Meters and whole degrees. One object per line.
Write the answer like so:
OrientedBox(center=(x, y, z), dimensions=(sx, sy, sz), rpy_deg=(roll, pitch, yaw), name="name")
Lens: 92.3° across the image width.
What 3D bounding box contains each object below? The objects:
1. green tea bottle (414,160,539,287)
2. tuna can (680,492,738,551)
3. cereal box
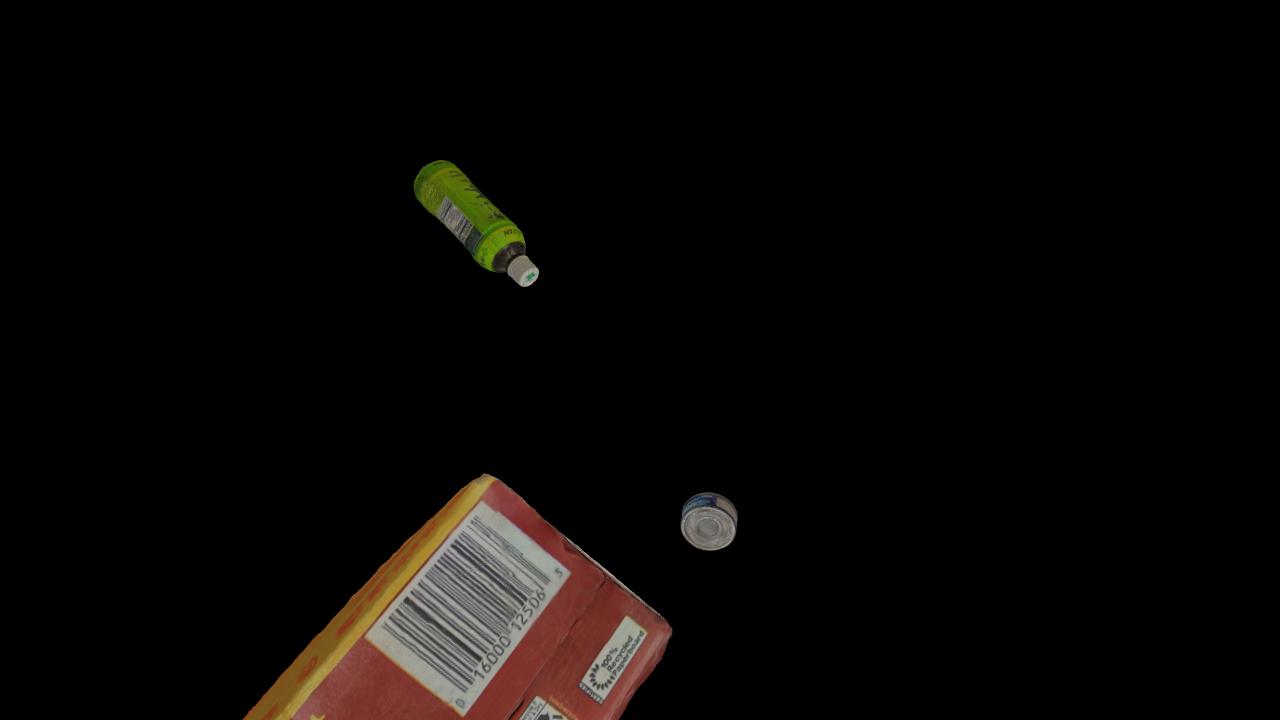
OrientedBox(center=(-0.205, -0.169, 0.784), dimensions=(0.212, 0.073, 0.073), rpy_deg=(47, 20, 20), name="green tea bottle")
OrientedBox(center=(0.102, 0.241, 0.912), dimensions=(0.084, 0.084, 0.034), rpy_deg=(0, 23, 11), name="tuna can")
OrientedBox(center=(-0.119, 0.157, 0.268), dimensions=(0.081, 0.203, 0.306), rpy_deg=(41, -21, -5), name="cereal box")
